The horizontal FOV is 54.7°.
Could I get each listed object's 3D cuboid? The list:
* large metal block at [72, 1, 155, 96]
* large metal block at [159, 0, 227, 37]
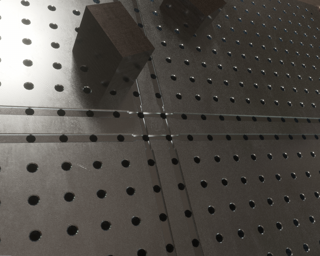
[{"bbox_3d":[-0.063,-0.102,0.402,0.050,0.080,0.080,-27,77,-37],"label":"large metal block"},{"bbox_3d":[0.061,-0.224,0.564,0.080,0.050,0.080,44,51,2],"label":"large metal block"}]
